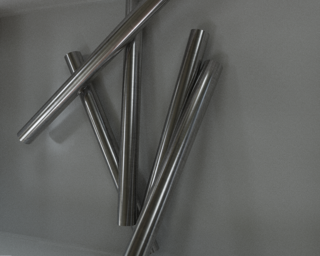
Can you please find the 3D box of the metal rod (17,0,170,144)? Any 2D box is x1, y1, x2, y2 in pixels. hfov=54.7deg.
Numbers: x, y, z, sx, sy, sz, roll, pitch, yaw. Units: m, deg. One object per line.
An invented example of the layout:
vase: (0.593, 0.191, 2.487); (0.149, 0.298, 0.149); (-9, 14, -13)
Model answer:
metal rod: (-0.093, -0.079, 0.413); (0.299, 0.025, 0.025); (-41, 77, 18)

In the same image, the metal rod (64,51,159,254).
metal rod: (-0.070, 0.030, 0.435); (0.025, 0.025, 0.299); (-26, 82, 18)

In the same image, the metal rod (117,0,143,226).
metal rod: (-0.038, -0.026, 0.409); (0.025, 0.025, 0.298); (0, 85, 20)

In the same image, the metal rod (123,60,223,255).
metal rod: (0.010, 0.053, 0.343); (0.025, 0.025, 0.300); (17, 71, 19)

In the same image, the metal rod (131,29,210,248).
metal rod: (0.010, 0.023, 0.392); (0.025, 0.025, 0.298); (16, 90, 19)
